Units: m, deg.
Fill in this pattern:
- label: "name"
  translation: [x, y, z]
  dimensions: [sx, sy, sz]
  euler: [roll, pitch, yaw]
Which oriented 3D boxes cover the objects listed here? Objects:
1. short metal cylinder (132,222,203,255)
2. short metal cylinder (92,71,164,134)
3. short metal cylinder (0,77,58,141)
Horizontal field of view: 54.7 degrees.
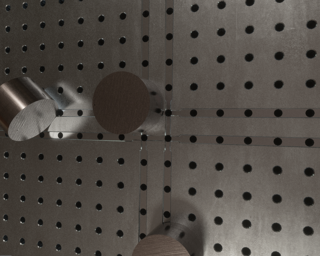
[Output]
- label: "short metal cylinder"
  translation: [0.010, 0.168, 0.395]
  dimensions: [0.080, 0.050, 0.079]
  euler: [0, 90, 19]
- label: "short metal cylinder"
  translation: [-0.042, -0.032, 0.413]
  dimensions: [0.080, 0.050, 0.079]
  euler: [0, 90, 19]
- label: "short metal cylinder"
  translation: [-0.198, -0.027, 0.451]
  dimensions: [0.050, 0.080, 0.080]
  euler: [43, 103, 14]
